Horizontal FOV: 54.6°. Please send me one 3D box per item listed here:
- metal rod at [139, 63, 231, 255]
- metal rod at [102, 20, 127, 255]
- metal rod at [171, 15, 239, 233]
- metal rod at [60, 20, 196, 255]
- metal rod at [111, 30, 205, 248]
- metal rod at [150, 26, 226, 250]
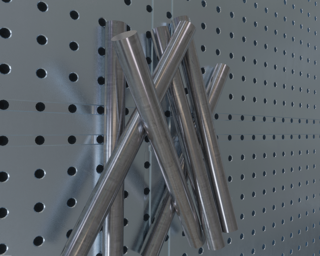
[{"bbox_3d":[0.042,0.035,0.442,0.025,0.025,0.300,37,67,-34],"label":"metal rod"},{"bbox_3d":[-0.054,0.027,0.363,0.025,0.025,0.298,1,89,-40],"label":"metal rod"},{"bbox_3d":[0.062,-0.006,0.429,0.025,0.025,0.299,-13,89,-39],"label":"metal rod"},{"bbox_3d":[-0.026,0.001,0.351,0.025,0.025,0.300,37,69,-34],"label":"metal rod"},{"bbox_3d":[0.009,0.037,0.360,0.025,0.025,0.299,-41,127,-32],"label":"metal rod"},{"bbox_3d":[0.038,0.015,0.412,0.025,0.025,0.299,-17,93,-39],"label":"metal rod"}]
